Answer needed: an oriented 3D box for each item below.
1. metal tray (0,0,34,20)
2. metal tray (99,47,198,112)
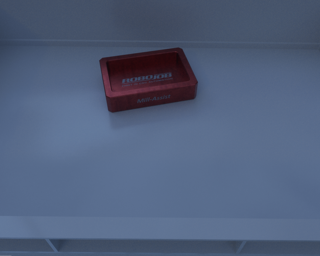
[{"bbox_3d":[-0.335,-0.270,0.626,0.130,0.030,0.090,28,55,21],"label":"metal tray"},{"bbox_3d":[-0.019,-0.075,0.464,0.131,0.030,0.090,-10,51,-9],"label":"metal tray"}]
